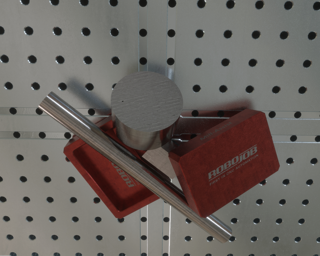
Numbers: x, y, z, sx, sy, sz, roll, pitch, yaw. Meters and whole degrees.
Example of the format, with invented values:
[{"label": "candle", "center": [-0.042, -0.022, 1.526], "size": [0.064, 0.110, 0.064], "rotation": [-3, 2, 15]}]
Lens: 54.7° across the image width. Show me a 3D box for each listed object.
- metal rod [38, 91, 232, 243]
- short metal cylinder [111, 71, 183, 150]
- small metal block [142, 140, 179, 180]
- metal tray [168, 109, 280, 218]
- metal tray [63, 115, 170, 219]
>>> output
[{"label": "metal rod", "center": [-0.021, 0.058, 0.399], "size": [0.301, 0.025, 0.025], "rotation": [39, 105, -14]}, {"label": "short metal cylinder", "center": [-0.017, -0.020, 0.366], "size": [0.081, 0.080, 0.050], "rotation": [8, 152, -3]}, {"label": "small metal block", "center": [0.005, 0.033, 0.407], "size": [0.050, 0.050, 0.025], "rotation": [39, 106, -13]}, {"label": "metal tray", "center": [0.085, 0.043, 0.396], "size": [0.131, 0.030, 0.090], "rotation": [-28, 110, -16]}, {"label": "metal tray", "center": [-0.055, 0.053, 0.425], "size": [0.090, 0.030, 0.130], "rotation": [-30, 108, 10]}]
